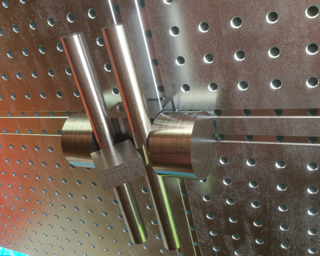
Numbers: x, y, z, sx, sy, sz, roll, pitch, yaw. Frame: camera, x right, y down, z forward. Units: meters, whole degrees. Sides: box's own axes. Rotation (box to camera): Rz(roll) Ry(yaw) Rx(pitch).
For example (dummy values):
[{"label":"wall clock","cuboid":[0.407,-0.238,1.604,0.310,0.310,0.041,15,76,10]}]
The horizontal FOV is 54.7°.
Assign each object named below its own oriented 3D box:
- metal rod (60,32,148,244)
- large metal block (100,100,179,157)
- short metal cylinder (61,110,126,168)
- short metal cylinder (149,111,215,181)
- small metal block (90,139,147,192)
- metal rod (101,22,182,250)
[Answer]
[{"label":"metal rod","cuboid":[-0.062,0.031,0.395,0.025,0.025,0.298,1,119,28]},{"label":"large metal block","cuboid":[-0.024,0.011,0.409,0.080,0.050,0.080,1,119,27]},{"label":"short metal cylinder","cuboid":[-0.088,0.015,0.427,0.050,0.080,0.080,1,119,27]},{"label":"short metal cylinder","cuboid":[0.029,0.020,0.367,0.050,0.080,0.080,1,119,29]},{"label":"small metal block","cuboid":[-0.049,0.042,0.361,0.050,0.050,0.025,-135,28,-61]},{"label":"metal rod","cuboid":[-0.014,0.030,0.368,0.025,0.025,0.298,1,119,28]}]
